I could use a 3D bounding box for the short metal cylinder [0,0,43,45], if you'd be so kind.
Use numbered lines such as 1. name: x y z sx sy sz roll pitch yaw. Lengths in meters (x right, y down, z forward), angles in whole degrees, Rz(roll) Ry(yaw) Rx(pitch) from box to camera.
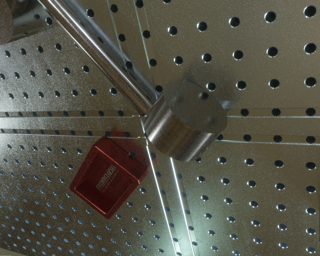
1. short metal cylinder: -0.203 -0.154 0.404 0.080 0.050 0.079 13 124 20

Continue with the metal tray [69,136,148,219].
1. metal tray: -0.087 0.084 0.503 0.090 0.030 0.129 38 129 2

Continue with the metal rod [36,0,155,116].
1. metal rod: -0.115 -0.134 0.386 0.300 0.025 0.025 48 129 -6

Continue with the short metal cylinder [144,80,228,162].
1. short metal cylinder: 0.029 -0.009 0.354 0.080 0.080 0.050 36 129 3
